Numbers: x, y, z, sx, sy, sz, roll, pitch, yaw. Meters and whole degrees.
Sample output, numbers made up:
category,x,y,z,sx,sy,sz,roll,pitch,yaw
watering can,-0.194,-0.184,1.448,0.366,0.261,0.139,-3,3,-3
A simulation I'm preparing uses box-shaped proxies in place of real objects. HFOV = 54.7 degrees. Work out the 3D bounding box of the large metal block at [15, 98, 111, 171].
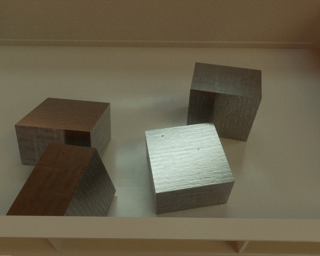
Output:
category,x,y,z,sx,sy,sz,roll,pitch,yaw
large metal block,-0.108,0.005,0.366,0.080,0.050,0.080,5,27,4

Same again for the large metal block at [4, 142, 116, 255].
category,x,y,z,sx,sy,sz,roll,pitch,yaw
large metal block,-0.089,0.072,0.304,0.050,0.080,0.080,6,50,15

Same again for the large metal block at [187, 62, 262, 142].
category,x,y,z,sx,sy,sz,roll,pitch,yaw
large metal block,0.079,-0.032,0.397,0.080,0.080,0.050,9,51,7

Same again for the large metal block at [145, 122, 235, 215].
category,x,y,z,sx,sy,sz,roll,pitch,yaw
large metal block,0.029,0.044,0.352,0.081,0.050,0.080,-7,50,-6
